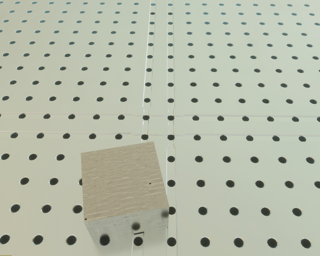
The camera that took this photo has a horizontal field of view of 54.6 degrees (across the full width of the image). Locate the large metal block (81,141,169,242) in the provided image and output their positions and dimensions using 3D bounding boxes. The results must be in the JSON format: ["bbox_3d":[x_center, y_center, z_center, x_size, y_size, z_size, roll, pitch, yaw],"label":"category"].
[{"bbox_3d":[-0.038,0.067,0.335,0.080,0.050,0.080,-9,51,-7],"label":"large metal block"}]
